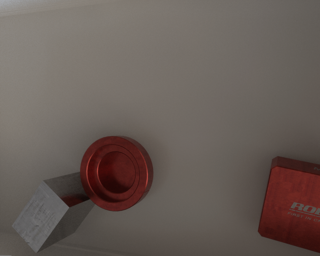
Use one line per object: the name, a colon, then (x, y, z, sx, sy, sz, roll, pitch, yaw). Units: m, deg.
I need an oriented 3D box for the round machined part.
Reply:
round machined part: (-0.054, 0.059, 0.420, 0.098, 0.042, 0.097, 0, 90, 19)

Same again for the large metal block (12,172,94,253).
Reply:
large metal block: (-0.139, 0.112, 0.429, 0.050, 0.080, 0.080, 40, 102, 15)

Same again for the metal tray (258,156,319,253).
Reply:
metal tray: (0.180, 0.089, 0.332, 0.130, 0.030, 0.089, 11, 109, 19)
